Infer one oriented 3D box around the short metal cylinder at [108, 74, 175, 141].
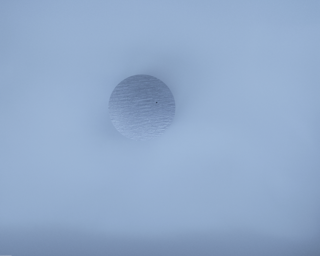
[{"bbox_3d":[-0.022,-0.025,0.397,0.080,0.050,0.080,0,90,0],"label":"short metal cylinder"}]
